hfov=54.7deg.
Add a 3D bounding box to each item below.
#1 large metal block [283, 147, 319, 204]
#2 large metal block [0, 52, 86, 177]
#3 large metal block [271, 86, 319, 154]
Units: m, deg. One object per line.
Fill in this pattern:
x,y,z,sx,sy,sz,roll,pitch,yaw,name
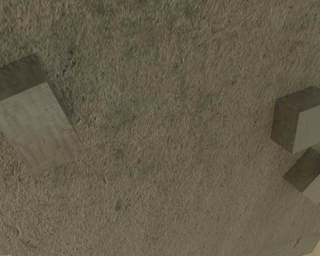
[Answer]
0.307,0.096,0.617,0.080,0.050,0.080,32,100,-38,large metal block
-0.119,-0.015,0.297,0.050,0.080,0.080,-27,128,-12,large metal block
0.236,-0.014,0.511,0.081,0.050,0.079,-19,126,-17,large metal block
